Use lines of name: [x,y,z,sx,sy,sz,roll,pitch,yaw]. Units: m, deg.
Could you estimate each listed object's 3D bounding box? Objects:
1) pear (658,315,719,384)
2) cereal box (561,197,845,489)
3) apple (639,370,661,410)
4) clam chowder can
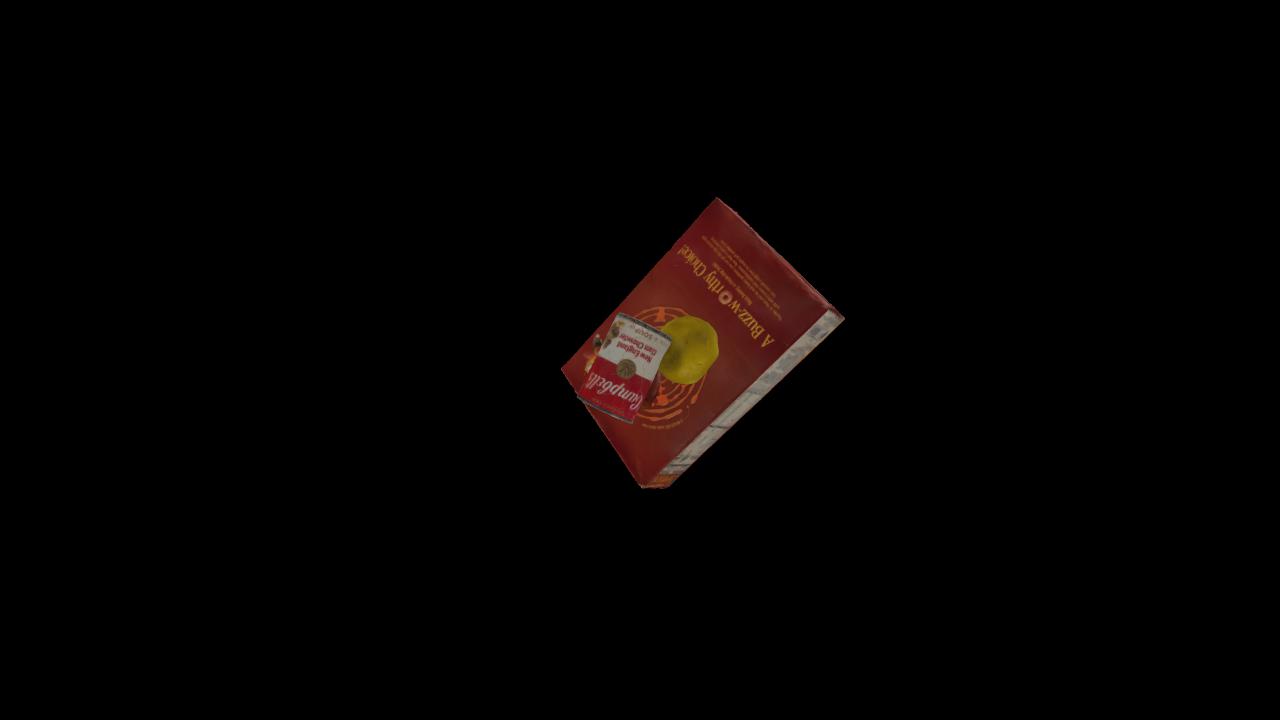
pear: [0.068,-0.011,0.714,0.111,0.080,0.080,3,-2,-45]
cereal box: [0.062,-0.015,0.754,0.203,0.306,0.081,52,20,27]
apple: [-0.005,0.017,0.750,0.079,0.093,0.079,-3,-28,-1]
clam chowder can: [-0.016,0.008,0.659,0.068,0.102,0.068,26,-2,1]
